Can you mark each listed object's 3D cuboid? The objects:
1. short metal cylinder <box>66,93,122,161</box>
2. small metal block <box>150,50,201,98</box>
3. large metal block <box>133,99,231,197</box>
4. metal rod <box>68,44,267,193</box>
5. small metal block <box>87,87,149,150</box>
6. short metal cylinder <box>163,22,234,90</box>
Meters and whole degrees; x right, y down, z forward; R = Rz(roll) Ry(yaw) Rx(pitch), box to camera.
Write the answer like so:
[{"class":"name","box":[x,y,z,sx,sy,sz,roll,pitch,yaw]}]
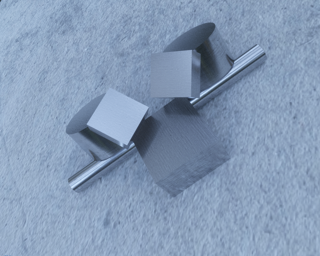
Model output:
[{"class":"short metal cylinder","box":[-0.076,-0.003,0.412,0.080,0.050,0.080,-28,29,18]},{"class":"small metal block","box":[0.018,-0.059,0.351,0.050,0.025,0.050,2,93,29]},{"class":"large metal block","box":[0.021,0.020,0.363,0.080,0.050,0.080,-36,51,4]},{"class":"metal rod","box":[0.007,-0.010,0.406,0.300,0.025,0.025,-35,52,4]},{"class":"small metal block","box":[-0.047,-0.010,0.355,0.050,0.025,0.050,27,74,4]},{"class":"short metal cylinder","box":[0.047,-0.091,0.400,0.080,0.050,0.080,-28,29,18]}]
